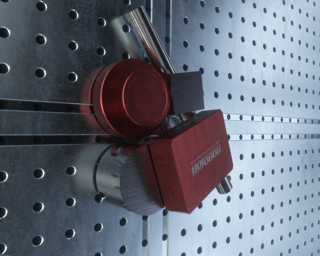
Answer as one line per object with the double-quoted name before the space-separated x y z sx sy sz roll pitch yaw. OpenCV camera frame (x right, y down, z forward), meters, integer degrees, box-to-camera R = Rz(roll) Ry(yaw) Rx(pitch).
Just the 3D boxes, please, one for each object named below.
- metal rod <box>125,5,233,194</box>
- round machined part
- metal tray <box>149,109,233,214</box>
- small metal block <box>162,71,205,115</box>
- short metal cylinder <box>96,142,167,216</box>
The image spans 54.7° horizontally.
"metal rod" 0.036 -0.024 0.435 0.025 0.025 0.299 -44 117 -31
"round machined part" -0.026 -0.035 0.370 0.099 0.042 0.097 0 90 -39
"metal tray" 0.046 0.036 0.390 0.131 0.030 0.089 -28 109 -50
"small metal block" 0.028 -0.046 0.398 0.050 0.025 0.050 -12 101 -34
"short metal cylinder" -0.027 0.058 0.365 0.081 0.050 0.079 0 90 -40
